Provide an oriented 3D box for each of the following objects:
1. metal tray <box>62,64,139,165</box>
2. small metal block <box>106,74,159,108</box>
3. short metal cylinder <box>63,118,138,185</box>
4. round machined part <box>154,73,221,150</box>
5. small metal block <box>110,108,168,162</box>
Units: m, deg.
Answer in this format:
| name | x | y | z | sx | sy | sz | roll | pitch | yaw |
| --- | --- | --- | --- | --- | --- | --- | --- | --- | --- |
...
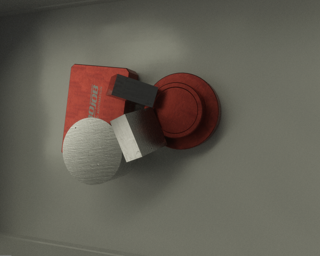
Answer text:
| name | x | y | z | sx | sy | sz | roll | pitch | yaw |
| --- | --- | --- | --- | --- | --- | --- | --- | --- | --- |
| metal tray | -0.084 | -0.020 | 0.432 | 0.090 | 0.030 | 0.129 | 8 | 93 | 19 |
| small metal block | -0.036 | -0.045 | 0.380 | 0.050 | 0.050 | 0.025 | 16 | 90 | -18 |
| short metal cylinder | -0.073 | 0.027 | 0.388 | 0.080 | 0.050 | 0.079 | 0 | 90 | 19 |
| round machined part | 0.025 | -0.021 | 0.390 | 0.098 | 0.042 | 0.097 | 0 | 90 | 19 |
| small metal block | -0.024 | 0.006 | 0.361 | 0.025 | 0.050 | 0.050 | -23 | 89 | 37 |
